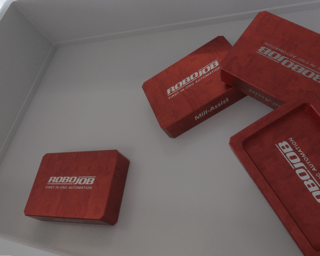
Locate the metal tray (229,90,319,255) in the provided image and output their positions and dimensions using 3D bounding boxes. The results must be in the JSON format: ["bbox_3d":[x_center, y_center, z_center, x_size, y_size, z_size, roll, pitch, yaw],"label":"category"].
[{"bbox_3d":[0.135,0.042,0.279,0.090,0.030,0.130,-33,70,6],"label":"metal tray"}]

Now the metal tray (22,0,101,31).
[{"bbox_3d":[-0.196,-0.245,0.620,0.130,0.090,0.030,0,62,28],"label":"metal tray"}]

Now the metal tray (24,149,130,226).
[{"bbox_3d":[-0.111,0.078,0.413,0.130,0.030,0.090,-5,59,25],"label":"metal tray"}]

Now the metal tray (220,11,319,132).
[{"bbox_3d":[0.145,-0.065,0.343,0.130,0.030,0.090,34,80,21],"label":"metal tray"}]

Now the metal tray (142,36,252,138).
[{"bbox_3d":[0.049,-0.056,0.411,0.130,0.030,0.090,-31,52,8],"label":"metal tray"}]
